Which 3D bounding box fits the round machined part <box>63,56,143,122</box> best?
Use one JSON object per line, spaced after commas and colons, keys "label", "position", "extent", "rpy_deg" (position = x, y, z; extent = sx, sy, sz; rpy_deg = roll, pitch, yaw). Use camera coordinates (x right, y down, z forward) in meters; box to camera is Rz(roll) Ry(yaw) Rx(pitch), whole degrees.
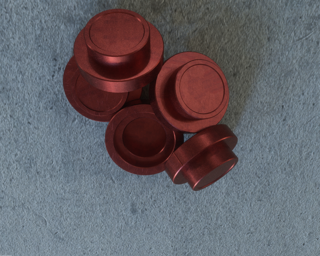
{"label": "round machined part", "position": [-0.071, -0.053, 0.383], "extent": [0.099, 0.042, 0.097], "rpy_deg": [0, 110, -1]}

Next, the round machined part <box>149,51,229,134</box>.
{"label": "round machined part", "position": [0.040, -0.043, 0.364], "extent": [0.099, 0.042, 0.097], "rpy_deg": [1, 86, -21]}

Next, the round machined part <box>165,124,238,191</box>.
{"label": "round machined part", "position": [0.058, 0.043, 0.389], "extent": [0.098, 0.098, 0.042], "rpy_deg": [-41, 65, 13]}

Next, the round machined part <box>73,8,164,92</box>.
{"label": "round machined part", "position": [-0.045, -0.090, 0.337], "extent": [0.099, 0.098, 0.042], "rpy_deg": [1, 152, -1]}

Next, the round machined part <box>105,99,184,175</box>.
{"label": "round machined part", "position": [-0.019, 0.009, 0.405], "extent": [0.099, 0.042, 0.097], "rpy_deg": [0, 110, -1]}
